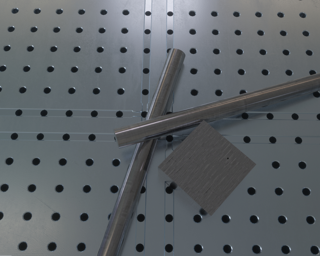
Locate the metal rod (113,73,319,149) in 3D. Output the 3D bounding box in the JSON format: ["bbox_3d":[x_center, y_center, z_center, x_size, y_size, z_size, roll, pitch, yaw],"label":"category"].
[{"bbox_3d":[0.089,-0.027,0.406,0.302,0.025,0.025,-16,71,-12],"label":"metal rod"}]

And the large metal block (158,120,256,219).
[{"bbox_3d":[0.054,0.051,0.380,0.080,0.050,0.080,42,75,13],"label":"large metal block"}]

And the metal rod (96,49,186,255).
[{"bbox_3d":[-0.020,0.026,0.401,0.025,0.025,0.299,16,71,6],"label":"metal rod"}]
